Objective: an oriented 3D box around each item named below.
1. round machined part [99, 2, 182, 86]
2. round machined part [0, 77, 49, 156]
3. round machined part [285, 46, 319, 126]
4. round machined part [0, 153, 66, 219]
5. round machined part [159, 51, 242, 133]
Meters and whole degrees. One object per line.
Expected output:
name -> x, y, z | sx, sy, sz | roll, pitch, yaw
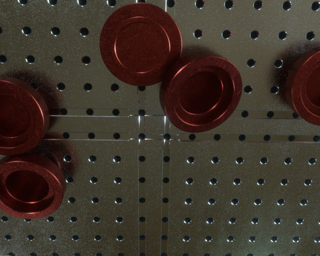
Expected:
round machined part -> -0.023, -0.097, 0.368 | 0.099, 0.042, 0.097 | 0, 110, -1
round machined part -> -0.191, -0.017, 0.395 | 0.099, 0.042, 0.097 | 0, 110, -1
round machined part -> 0.206, -0.055, 0.387 | 0.099, 0.042, 0.097 | 0, 110, -1
round machined part -> -0.178, 0.074, 0.424 | 0.099, 0.042, 0.097 | -1, 118, -2
round machined part -> 0.046, -0.046, 0.377 | 0.099, 0.042, 0.097 | -9, 123, -15
